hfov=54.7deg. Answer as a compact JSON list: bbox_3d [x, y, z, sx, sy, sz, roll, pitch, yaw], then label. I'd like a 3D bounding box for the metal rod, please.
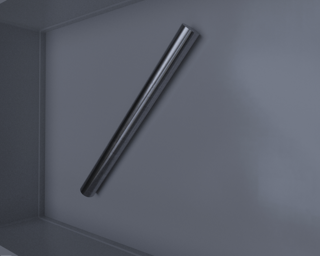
[{"bbox_3d":[-0.040,-0.009,0.437,0.025,0.025,0.298,49,119,28],"label":"metal rod"}]
